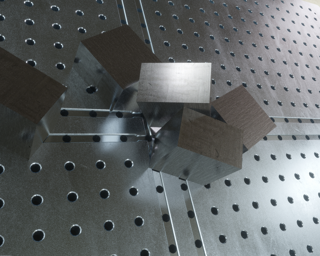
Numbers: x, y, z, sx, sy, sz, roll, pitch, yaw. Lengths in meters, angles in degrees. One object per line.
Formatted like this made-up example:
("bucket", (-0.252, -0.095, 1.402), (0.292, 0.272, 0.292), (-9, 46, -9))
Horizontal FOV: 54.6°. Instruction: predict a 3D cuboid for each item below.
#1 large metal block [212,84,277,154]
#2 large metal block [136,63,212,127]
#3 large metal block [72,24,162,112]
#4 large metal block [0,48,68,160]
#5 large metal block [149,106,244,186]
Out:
("large metal block", (0.109, -0.007, 0.454), (0.081, 0.050, 0.080), (-30, 78, -38))
("large metal block", (0.022, -0.037, 0.382), (0.080, 0.080, 0.050), (2, 70, 11))
("large metal block", (-0.054, -0.081, 0.412), (0.080, 0.050, 0.080), (49, 51, 6))
("large metal block", (-0.148, -0.023, 0.307), (0.080, 0.080, 0.050), (32, 52, -8))
("large metal block", (0.042, 0.026, 0.376), (0.080, 0.080, 0.050), (20, 60, -16))
